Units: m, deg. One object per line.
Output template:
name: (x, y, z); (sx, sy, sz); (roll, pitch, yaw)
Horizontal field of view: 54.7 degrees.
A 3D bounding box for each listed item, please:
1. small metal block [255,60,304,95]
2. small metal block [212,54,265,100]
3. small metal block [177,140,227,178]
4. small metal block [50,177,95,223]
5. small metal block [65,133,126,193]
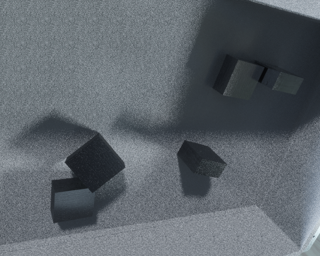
small metal block: (0.164, -0.072, 0.440); (0.050, 0.050, 0.025); (6, 115, -32)
small metal block: (0.108, -0.069, 0.427); (0.050, 0.025, 0.050); (6, 115, -32)
small metal block: (0.061, 0.046, 0.457); (0.050, 0.050, 0.025); (16, 110, -35)
small metal block: (-0.114, 0.093, 0.405); (0.050, 0.025, 0.050); (-3, 120, -27)
small metal block: (-0.079, 0.042, 0.380); (0.050, 0.025, 0.050); (-38, 103, -3)
